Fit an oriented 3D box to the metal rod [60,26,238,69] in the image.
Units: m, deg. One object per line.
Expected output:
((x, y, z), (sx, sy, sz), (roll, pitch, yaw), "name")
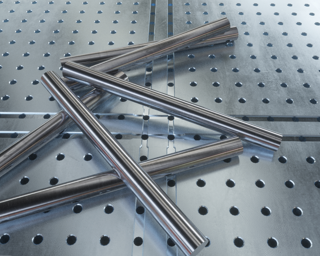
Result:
((-0.011, -0.133, 0.519), (0.302, 0.025, 0.025), (-14, 51, -12), "metal rod")

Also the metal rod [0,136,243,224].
((-0.045, 0.058, 0.358), (0.302, 0.025, 0.025), (-14, 52, -12), "metal rod")

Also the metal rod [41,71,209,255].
((-0.059, 0.021, 0.355), (0.025, 0.025, 0.300), (-32, 57, -24), "metal rod")

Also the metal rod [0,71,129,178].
((-0.154, 0.011, 0.397), (0.025, 0.025, 0.301), (34, 57, 25), "metal rod")

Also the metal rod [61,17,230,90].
((-0.024, -0.115, 0.487), (0.302, 0.025, 0.025), (-24, 54, -13), "metal rod")

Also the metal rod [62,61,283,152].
((0.010, -0.032, 0.414), (0.301, 0.025, 0.025), (20, 53, 8), "metal rod")
